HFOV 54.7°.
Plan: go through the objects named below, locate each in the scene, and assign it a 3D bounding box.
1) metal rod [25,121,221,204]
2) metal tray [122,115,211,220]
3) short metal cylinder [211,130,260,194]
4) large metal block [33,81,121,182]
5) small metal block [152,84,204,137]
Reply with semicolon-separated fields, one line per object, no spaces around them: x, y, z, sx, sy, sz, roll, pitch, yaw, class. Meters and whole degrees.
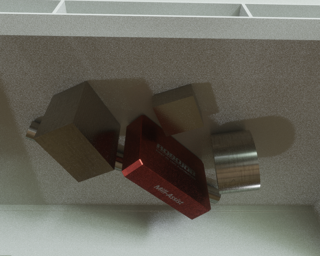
-0.040;0.056;0.455;0.302;0.025;0.025;22;126;-19;metal rod
0.011;0.052;0.408;0.030;0.090;0.130;-36;122;26;metal tray
0.098;0.045;0.411;0.050;0.080;0.080;-8;130;8;short metal cylinder
-0.093;0.004;0.373;0.050;0.080;0.080;-21;127;16;large metal block
0.023;-0.021;0.388;0.050;0.025;0.050;-16;129;12;small metal block
